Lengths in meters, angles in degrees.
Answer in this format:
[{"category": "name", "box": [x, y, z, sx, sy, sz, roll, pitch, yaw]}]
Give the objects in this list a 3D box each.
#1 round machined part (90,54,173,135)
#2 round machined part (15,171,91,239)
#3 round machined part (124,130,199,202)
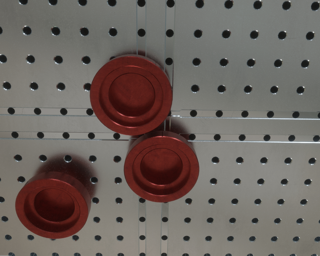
[{"category": "round machined part", "box": [-0.034, -0.043, 0.388, 0.099, 0.042, 0.097, 0, 110, -1]}, {"category": "round machined part", "box": [-0.148, 0.105, 0.441, 0.099, 0.042, 0.097, 0, 110, -1]}, {"category": "round machined part", "box": [0.002, 0.048, 0.422, 0.099, 0.042, 0.097, 0, 110, -1]}]
